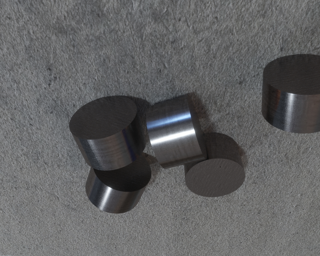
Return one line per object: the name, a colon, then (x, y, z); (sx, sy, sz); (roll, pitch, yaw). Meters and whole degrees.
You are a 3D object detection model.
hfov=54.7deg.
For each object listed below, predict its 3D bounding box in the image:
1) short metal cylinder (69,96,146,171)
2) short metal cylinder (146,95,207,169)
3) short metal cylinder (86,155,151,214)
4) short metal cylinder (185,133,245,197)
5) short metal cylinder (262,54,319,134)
short metal cylinder: (-0.061, 0.005, 0.374); (0.080, 0.080, 0.050); (-8, 130, 6)
short metal cylinder: (0.021, 0.005, 0.375); (0.050, 0.080, 0.080); (-16, 129, 13)
short metal cylinder: (-0.058, 0.070, 0.430); (0.081, 0.080, 0.050); (15, 129, -13)
short metal cylinder: (0.074, 0.053, 0.436); (0.081, 0.050, 0.079); (0, 130, 0)
short metal cylinder: (0.154, -0.039, 0.339); (0.080, 0.080, 0.050); (-7, 130, 6)
